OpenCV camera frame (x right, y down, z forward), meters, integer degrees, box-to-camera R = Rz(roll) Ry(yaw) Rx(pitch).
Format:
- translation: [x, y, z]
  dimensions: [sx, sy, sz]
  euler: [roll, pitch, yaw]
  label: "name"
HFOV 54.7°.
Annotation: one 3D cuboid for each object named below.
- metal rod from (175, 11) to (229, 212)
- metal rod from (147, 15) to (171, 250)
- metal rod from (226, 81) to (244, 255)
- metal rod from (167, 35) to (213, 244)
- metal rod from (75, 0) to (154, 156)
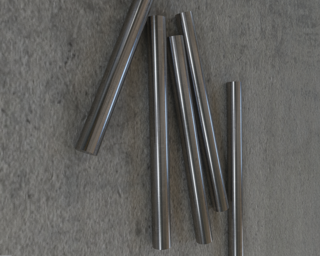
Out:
- translation: [0.065, -0.017, 0.461]
  dimensions: [0.025, 0.025, 0.298]
  euler: [-21, 103, -38]
  label: "metal rod"
- translation: [-0.001, 0.007, 0.405]
  dimensions: [0.025, 0.025, 0.298]
  euler: [-3, 92, -40]
  label: "metal rod"
- translation: [0.124, 0.074, 0.511]
  dimensions: [0.025, 0.025, 0.298]
  euler: [-1, 91, -40]
  label: "metal rod"
- translation: [0.043, 0.022, 0.442]
  dimensions: [0.025, 0.025, 0.298]
  euler: [-16, 100, -39]
  label: "metal rod"
- translation: [-0.036, -0.111, 0.375]
  dimensions: [0.025, 0.025, 0.299]
  euler: [29, 72, -37]
  label: "metal rod"
